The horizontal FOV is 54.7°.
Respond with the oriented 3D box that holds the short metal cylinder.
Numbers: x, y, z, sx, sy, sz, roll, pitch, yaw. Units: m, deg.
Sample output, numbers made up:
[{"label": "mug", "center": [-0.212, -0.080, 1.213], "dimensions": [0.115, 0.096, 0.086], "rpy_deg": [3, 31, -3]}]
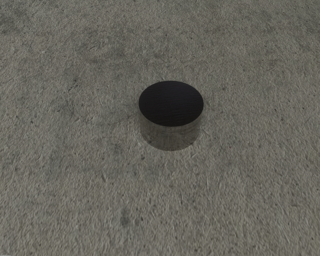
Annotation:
[{"label": "short metal cylinder", "center": [0.014, -0.016, 0.402], "dimensions": [0.081, 0.050, 0.080], "rpy_deg": [0, 50, 0]}]
